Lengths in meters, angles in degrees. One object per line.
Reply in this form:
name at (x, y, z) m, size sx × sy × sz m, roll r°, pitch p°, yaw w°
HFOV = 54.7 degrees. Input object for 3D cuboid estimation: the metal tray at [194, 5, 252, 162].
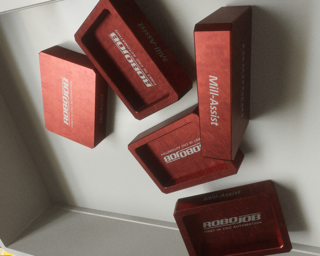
metal tray at (0.065, -0.044, 0.303) m, size 0.030 × 0.090 × 0.129 m, roll 7°, pitch 121°, yaw 24°

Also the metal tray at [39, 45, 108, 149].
metal tray at (-0.122, -0.042, 0.442) m, size 0.090 × 0.030 × 0.129 m, roll 21°, pitch 126°, yaw 15°

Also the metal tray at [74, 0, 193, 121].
metal tray at (-0.033, -0.078, 0.358) m, size 0.130 × 0.030 × 0.090 m, roll 53°, pitch 142°, yaw -10°

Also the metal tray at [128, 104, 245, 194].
metal tray at (0.029, 0.031, 0.400) m, size 0.130 × 0.030 × 0.090 m, roll -27°, pitch 104°, yaw 42°

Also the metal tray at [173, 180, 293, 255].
metal tray at (0.093, 0.126, 0.404) m, size 0.130 × 0.030 × 0.090 m, roll -16°, pitch 106°, yaw 15°
